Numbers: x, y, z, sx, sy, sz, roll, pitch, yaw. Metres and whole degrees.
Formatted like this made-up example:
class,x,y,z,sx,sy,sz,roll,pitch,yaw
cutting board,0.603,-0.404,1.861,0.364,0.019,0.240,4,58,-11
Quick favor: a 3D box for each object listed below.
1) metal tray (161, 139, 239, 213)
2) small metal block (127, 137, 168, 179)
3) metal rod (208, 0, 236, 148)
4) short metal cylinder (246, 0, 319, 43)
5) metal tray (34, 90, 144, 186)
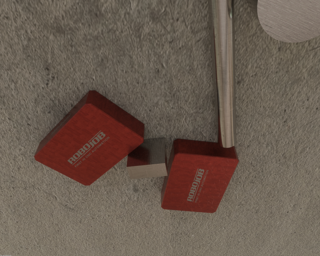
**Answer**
class,x,y,z,sx,sy,sz,roll,pitch,yaw
metal tray,0.055,0.077,0.470,0.091,0.030,0.129,6,130,-6
small metal block,-0.017,0.041,0.426,0.050,0.050,0.025,-6,130,5
metal rod,0.066,-0.093,0.328,0.025,0.025,0.298,-8,130,6
short metal cylinder,0.124,-0.127,0.285,0.081,0.050,0.079,0,130,0
metal tray,-0.095,0.019,0.419,0.090,0.030,0.130,35,121,-27
